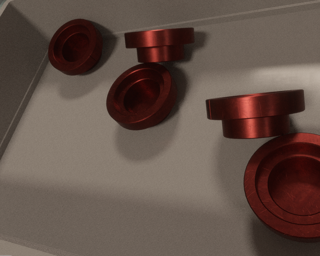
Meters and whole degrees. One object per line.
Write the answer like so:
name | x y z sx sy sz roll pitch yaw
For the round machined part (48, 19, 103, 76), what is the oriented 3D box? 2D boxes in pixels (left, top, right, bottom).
round machined part | -0.142 -0.136 0.541 0.098 0.042 0.098 -6 73 21

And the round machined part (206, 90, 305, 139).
round machined part | 0.100 -0.014 0.327 0.098 0.098 0.042 -4 96 26

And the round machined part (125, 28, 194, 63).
round machined part | 0.000 -0.118 0.444 0.099 0.042 0.098 -4 16 1

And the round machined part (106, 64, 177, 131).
round machined part | -0.021 -0.039 0.429 0.098 0.042 0.098 -13 56 20

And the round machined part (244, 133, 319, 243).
round machined part | 0.133 0.057 0.290 0.098 0.042 0.098 -13 56 20
